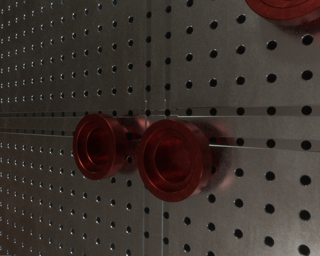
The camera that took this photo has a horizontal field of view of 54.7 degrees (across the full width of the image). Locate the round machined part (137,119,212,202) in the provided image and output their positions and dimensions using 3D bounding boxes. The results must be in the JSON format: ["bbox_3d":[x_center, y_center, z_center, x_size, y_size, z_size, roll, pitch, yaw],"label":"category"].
[{"bbox_3d":[0.022,0.038,0.379,0.098,0.042,0.097,0,90,39],"label":"round machined part"}]

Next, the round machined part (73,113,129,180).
[{"bbox_3d":[-0.084,0.027,0.465,0.098,0.042,0.097,0,90,39],"label":"round machined part"}]

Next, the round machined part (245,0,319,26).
[{"bbox_3d":[0.130,-0.145,0.290,0.098,0.042,0.097,0,90,39],"label":"round machined part"}]
